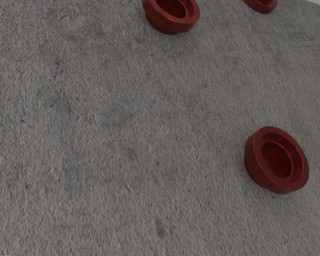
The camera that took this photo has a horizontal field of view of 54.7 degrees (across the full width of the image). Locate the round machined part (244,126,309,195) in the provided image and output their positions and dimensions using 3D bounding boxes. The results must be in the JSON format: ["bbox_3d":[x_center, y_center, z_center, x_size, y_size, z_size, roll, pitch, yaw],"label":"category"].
[{"bbox_3d":[0.162,0.050,0.450,0.099,0.042,0.098,14,56,-21],"label":"round machined part"}]

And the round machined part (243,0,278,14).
[{"bbox_3d":[0.231,-0.312,0.707,0.099,0.042,0.098,14,56,-21],"label":"round machined part"}]

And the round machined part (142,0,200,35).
[{"bbox_3d":[0.014,-0.197,0.520,0.099,0.042,0.098,14,56,-21],"label":"round machined part"}]
